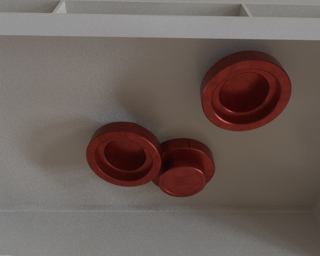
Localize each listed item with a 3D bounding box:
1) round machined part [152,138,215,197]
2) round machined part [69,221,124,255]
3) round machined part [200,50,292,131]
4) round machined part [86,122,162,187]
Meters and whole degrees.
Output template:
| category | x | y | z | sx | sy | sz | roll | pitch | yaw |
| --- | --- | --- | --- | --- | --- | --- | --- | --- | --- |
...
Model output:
| category | x | y | z | sx | sy | sz | roll | pitch | yaw |
| --- | --- | --- | --- | --- | --- | --- | --- | --- | --- |
| round machined part | 0.032 | 0.064 | 0.453 | 0.099 | 0.042 | 0.097 | -1 | 130 | 0 |
| round machined part | -0.116 | 0.211 | 0.579 | 0.099 | 0.042 | 0.097 | -1 | 130 | 0 |
| round machined part | 0.096 | -0.046 | 0.360 | 0.099 | 0.042 | 0.097 | -1 | 130 | 0 |
| round machined part | -0.045 | 0.031 | 0.418 | 0.099 | 0.042 | 0.097 | 3 | 126 | 5 |
